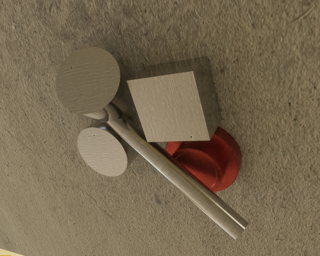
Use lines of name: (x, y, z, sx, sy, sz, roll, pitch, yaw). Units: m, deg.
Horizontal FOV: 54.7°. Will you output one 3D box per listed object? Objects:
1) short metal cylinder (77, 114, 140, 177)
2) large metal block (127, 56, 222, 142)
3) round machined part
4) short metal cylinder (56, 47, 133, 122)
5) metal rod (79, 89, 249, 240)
short metal cylinder: (-0.069, 0.022, 0.444, 0.080, 0.050, 0.079, 13, 124, 21)
large metal block: (0.019, -0.031, 0.360, 0.080, 0.050, 0.080, -3, 117, 29)
round machined part: (0.051, 0.044, 0.397, 0.098, 0.042, 0.097, 13, 124, 21)
short metal cylinder: (-0.077, -0.051, 0.377, 0.080, 0.050, 0.080, -2, 80, 14)
metal rod: (-0.019, 0.022, 0.388, 0.300, 0.025, 0.025, 40, 130, 17)
